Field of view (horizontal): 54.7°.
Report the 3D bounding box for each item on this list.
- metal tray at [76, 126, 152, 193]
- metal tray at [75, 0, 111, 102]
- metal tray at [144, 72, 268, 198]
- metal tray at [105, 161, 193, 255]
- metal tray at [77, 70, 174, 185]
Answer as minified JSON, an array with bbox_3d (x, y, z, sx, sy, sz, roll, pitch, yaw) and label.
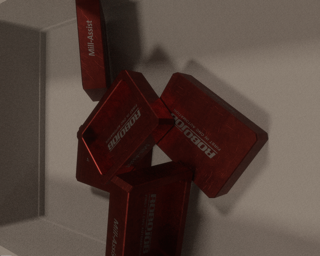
[{"bbox_3d":[-0.072,0.046,0.460,0.130,0.030,0.089,8,95,39],"label":"metal tray"},{"bbox_3d":[-0.092,-0.110,0.439,0.030,0.090,0.129,-6,84,-4],"label":"metal tray"},{"bbox_3d":[0.046,0.005,0.364,0.130,0.030,0.089,44,116,30],"label":"metal tray"},{"bbox_3d":[-0.012,0.108,0.342,0.030,0.091,0.129,22,111,44],"label":"metal tray"},{"bbox_3d":[-0.051,0.001,0.403,0.129,0.030,0.090,-48,62,29],"label":"metal tray"}]
